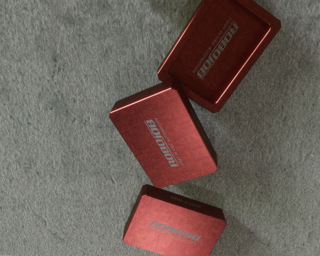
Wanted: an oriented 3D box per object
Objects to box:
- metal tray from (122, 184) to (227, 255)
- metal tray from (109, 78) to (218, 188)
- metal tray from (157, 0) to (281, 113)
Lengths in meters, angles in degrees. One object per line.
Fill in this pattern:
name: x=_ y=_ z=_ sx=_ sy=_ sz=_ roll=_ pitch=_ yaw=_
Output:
metal tray: x=0.021 y=0.146 z=0.461 sx=0.131 sy=0.030 sz=0.089 roll=20 pitch=109 yaw=-8
metal tray: x=0.008 y=0.012 z=0.394 sx=0.090 sy=0.030 sz=0.130 roll=-20 pitch=117 yaw=19
metal tray: x=0.067 y=-0.094 z=0.373 sx=0.090 sy=0.030 sz=0.129 roll=31 pitch=107 yaw=-11
